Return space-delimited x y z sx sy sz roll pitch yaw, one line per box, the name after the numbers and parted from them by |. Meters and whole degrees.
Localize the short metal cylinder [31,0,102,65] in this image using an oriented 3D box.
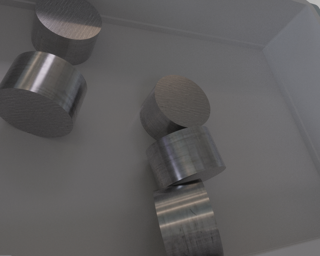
-0.122 -0.129 0.402 0.081 0.050 0.080 14 56 -21 | short metal cylinder

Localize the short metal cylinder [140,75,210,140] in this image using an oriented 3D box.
0.020 -0.024 0.414 0.081 0.050 0.080 14 56 -21 | short metal cylinder

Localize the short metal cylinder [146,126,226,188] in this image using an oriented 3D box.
0.029 0.039 0.362 0.081 0.080 0.050 -8 66 -32 | short metal cylinder

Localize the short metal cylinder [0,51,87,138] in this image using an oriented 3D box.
-0.123 -0.033 0.324 0.080 0.080 0.050 21 54 -16 | short metal cylinder

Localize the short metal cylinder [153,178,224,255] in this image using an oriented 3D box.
0.028 0.097 0.317 0.050 0.080 0.080 -15 66 0 | short metal cylinder
